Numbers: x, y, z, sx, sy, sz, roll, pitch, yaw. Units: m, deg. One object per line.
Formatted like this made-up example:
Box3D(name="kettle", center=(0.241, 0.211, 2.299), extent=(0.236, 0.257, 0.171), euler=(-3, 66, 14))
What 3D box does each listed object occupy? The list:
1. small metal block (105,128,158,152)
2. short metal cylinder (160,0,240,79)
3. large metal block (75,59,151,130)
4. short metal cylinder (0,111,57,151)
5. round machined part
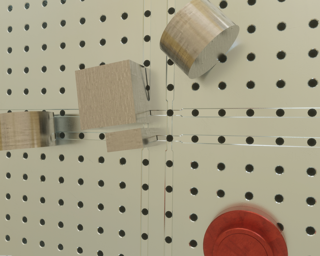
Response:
Box3D(name="small metal block", center=(-0.037, 0.015, 0.412), extent=(0.050, 0.050, 0.025), euler=(-8, 87, 20))
Box3D(name="short metal cylinder", center=(0.046, -0.105, 0.367), extent=(0.080, 0.080, 0.050), euler=(-46, 76, 14))
Box3D(name="large metal block", center=(-0.063, -0.042, 0.421), extent=(0.080, 0.050, 0.080), euler=(-7, 88, 19))
Box3D(name="short metal cylinder", center=(-0.195, 0.005, 0.452), extent=(0.080, 0.080, 0.050), euler=(-5, 88, 20))
Box3D(name="round machined part", center=(0.100, 0.147, 0.368), extent=(0.098, 0.042, 0.097), euler=(0, 90, 20))
